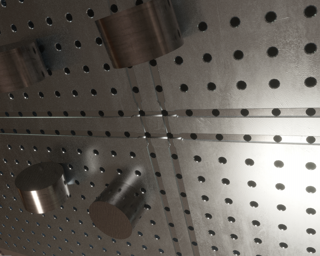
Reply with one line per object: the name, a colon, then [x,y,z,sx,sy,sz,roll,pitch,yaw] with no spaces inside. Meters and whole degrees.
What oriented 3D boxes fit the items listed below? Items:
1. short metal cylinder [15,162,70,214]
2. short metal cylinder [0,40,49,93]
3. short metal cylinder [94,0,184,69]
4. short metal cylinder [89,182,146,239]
short metal cylinder: [-0.205,0.103,0.545,0.080,0.080,0.050,9,123,23]
short metal cylinder: [-0.202,-0.086,0.426,0.080,0.080,0.050,2,119,27]
short metal cylinder: [-0.021,-0.100,0.323,0.080,0.080,0.050,-7,115,31]
short metal cylinder: [-0.070,0.137,0.514,0.080,0.050,0.079,13,124,20]
